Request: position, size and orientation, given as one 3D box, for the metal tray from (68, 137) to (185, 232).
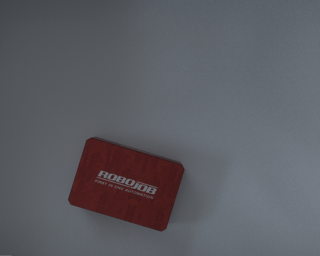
[{"bbox_3d":[-0.043,0.072,0.408,0.131,0.030,0.090,17,90,-1],"label":"metal tray"}]
